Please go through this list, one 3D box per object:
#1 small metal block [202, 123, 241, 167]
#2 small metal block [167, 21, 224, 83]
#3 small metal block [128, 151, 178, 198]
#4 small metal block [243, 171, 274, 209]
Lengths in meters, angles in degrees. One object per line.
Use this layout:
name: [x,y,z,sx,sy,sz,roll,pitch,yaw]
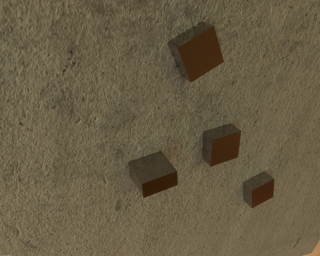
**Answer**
small metal block: [0.094,0.026,0.474,0.050,0.025,0.050,-15,125,-20]
small metal block: [0.044,-0.092,0.374,0.050,0.025,0.050,-33,129,-7]
small metal block: [-0.010,0.062,0.423,0.050,0.050,0.025,-17,125,-19]
small metal block: [0.184,0.115,0.579,0.050,0.025,0.050,-23,127,-15]
